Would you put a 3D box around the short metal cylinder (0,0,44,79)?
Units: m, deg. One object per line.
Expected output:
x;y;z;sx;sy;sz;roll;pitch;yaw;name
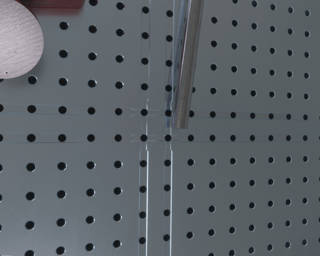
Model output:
-0.165;-0.097;0.323;0.081;0.050;0.079;-10;118;-19;short metal cylinder

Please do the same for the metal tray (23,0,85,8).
-0.156;-0.188;0.351;0.131;0.030;0.089;-7;93;-20;metal tray

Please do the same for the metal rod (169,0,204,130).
0.045;-0.147;0.428;0.025;0.025;0.298;9;87;-20;metal rod
